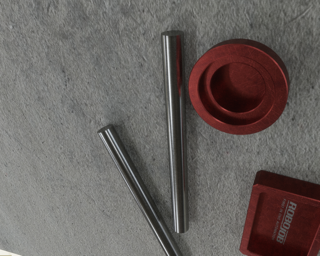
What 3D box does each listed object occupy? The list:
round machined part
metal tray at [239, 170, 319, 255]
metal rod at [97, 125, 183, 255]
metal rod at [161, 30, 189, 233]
[{"bbox_3d":[0.083,-0.045,0.324,0.098,0.042,0.097,13,124,20],"label":"round machined part"},{"bbox_3d":[0.158,0.123,0.395,0.090,0.030,0.129,13,124,20],"label":"metal tray"},{"bbox_3d":[-0.018,0.129,0.493,0.025,0.025,0.299,-13,112,33],"label":"metal rod"},{"bbox_3d":[0.023,0.026,0.409,0.025,0.025,0.298,10,123,23],"label":"metal rod"}]
